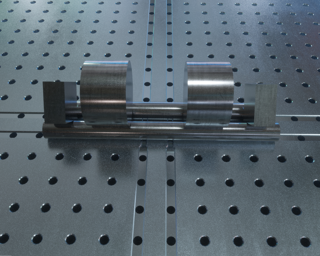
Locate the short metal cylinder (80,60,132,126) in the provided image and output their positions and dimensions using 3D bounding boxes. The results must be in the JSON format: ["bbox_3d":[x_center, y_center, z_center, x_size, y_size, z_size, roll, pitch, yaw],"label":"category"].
[{"bbox_3d":[-0.062,-0.042,0.379,0.050,0.080,0.080,1,50,0],"label":"short metal cylinder"}]

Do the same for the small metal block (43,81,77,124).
[{"bbox_3d":[-0.124,-0.033,0.389,0.025,0.050,0.050,0,8,1],"label":"small metal block"}]

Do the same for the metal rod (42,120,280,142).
[{"bbox_3d":[0.002,0.003,0.405,0.302,0.025,0.025,1,50,0],"label":"metal rod"}]

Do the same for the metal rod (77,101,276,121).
[{"bbox_3d":[0.005,-0.023,0.427,0.302,0.025,0.025,1,50,0],"label":"metal rod"}]

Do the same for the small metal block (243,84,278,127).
[{"bbox_3d":[0.124,-0.030,0.388,0.025,0.050,0.050,0,9,1],"label":"small metal block"}]

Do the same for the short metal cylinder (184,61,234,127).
[{"bbox_3d":[0.056,-0.041,0.378,0.050,0.080,0.080,1,50,0],"label":"short metal cylinder"}]
